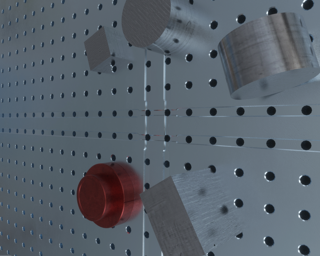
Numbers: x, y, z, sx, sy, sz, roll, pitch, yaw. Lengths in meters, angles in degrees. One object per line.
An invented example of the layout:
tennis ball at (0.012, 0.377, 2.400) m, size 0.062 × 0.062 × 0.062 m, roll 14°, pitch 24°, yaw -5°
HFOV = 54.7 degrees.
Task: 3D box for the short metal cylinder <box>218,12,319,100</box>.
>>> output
short metal cylinder at (0.100, -0.063, 0.290) m, size 0.080 × 0.081 × 0.050 m, roll -20°, pitch 77°, yaw 38°

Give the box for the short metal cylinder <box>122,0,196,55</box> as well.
short metal cylinder at (-0.003, -0.138, 0.393) m, size 0.080 × 0.050 × 0.079 m, roll 0°, pitch 90°, yaw 39°

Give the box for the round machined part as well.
round machined part at (-0.089, 0.103, 0.469) m, size 0.098 × 0.042 × 0.097 m, roll 0°, pitch 90°, yaw 39°

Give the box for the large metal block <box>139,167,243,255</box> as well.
large metal block at (0.035, 0.094, 0.343) m, size 0.050 × 0.081 × 0.080 m, roll -37°, pitch 68°, yaw 34°

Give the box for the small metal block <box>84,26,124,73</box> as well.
small metal block at (-0.088, -0.120, 0.479) m, size 0.050 × 0.025 × 0.050 m, roll -24°, pitch 75°, yaw 37°
